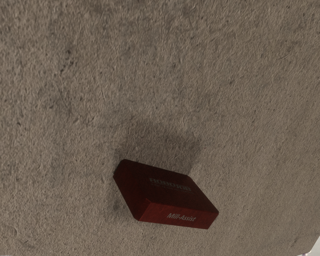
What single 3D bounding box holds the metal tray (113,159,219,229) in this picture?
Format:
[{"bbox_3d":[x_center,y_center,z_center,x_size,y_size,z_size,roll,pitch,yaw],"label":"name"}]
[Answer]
[{"bbox_3d":[0.009,0.092,0.428,0.131,0.090,0.030,20,108,-36],"label":"metal tray"}]
